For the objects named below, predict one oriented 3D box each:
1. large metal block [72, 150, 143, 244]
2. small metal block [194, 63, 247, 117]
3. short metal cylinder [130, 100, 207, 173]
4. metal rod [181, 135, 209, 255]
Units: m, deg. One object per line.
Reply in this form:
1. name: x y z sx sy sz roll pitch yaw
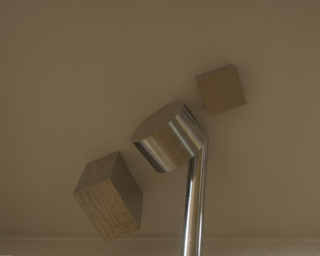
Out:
1. large metal block: -0.064 0.089 0.414 0.050 0.080 0.080 -24 109 8
2. small metal block: 0.077 -0.048 0.395 0.050 0.025 0.050 -19 109 6
3. short metal cylinder: 0.011 0.010 0.386 0.080 0.080 0.050 -34 107 11
4. metal rod: 0.039 0.153 0.379 0.025 0.025 0.299 7 74 -3
